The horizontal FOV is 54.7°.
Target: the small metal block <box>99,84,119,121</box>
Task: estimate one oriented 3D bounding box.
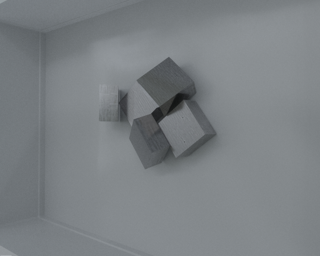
[{"bbox_3d":[-0.072,-0.034,0.444,0.050,0.025,0.050,-177,88,-83],"label":"small metal block"}]

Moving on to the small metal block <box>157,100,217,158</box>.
[{"bbox_3d":[0.032,0.001,0.377,0.050,0.025,0.050,-43,64,31],"label":"small metal block"}]

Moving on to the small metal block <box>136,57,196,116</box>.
[{"bbox_3d":[0.008,-0.051,0.381,0.050,0.025,0.050,-37,62,-5],"label":"small metal block"}]

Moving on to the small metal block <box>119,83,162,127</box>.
[{"bbox_3d":[-0.023,-0.031,0.421,0.050,0.025,0.050,-45,64,30],"label":"small metal block"}]

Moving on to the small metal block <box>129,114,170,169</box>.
[{"bbox_3d":[-0.015,0.018,0.400,0.050,0.025,0.050,60,155,22],"label":"small metal block"}]
